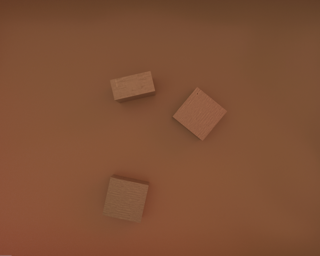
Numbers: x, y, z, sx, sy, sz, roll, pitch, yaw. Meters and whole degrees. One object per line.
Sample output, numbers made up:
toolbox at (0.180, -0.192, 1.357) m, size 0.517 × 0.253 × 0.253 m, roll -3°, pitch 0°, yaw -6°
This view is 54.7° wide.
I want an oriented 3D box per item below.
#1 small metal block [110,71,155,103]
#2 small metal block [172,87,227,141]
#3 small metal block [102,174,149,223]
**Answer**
small metal block at (-0.033, -0.051, 0.398) m, size 0.050 × 0.050 × 0.025 m, roll -13°, pitch 90°, yaw 0°
small metal block at (0.051, -0.018, 0.412) m, size 0.050 × 0.025 × 0.050 m, roll 39°, pitch 90°, yaw -1°
small metal block at (-0.044, 0.093, 0.411) m, size 0.050 × 0.025 × 0.050 m, roll 12°, pitch 90°, yaw -1°
